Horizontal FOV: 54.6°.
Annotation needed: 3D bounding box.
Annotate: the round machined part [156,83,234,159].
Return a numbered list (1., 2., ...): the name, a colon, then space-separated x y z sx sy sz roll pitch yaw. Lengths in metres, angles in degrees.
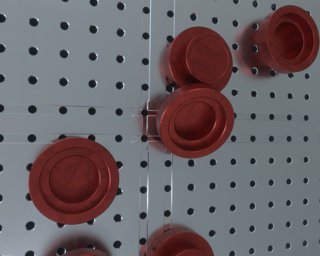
1. round machined part: 0.043 -0.012 0.406 0.099 0.042 0.097 -6 117 -11

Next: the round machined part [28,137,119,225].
1. round machined part: -0.101 0.059 0.366 0.099 0.042 0.097 0 90 -20

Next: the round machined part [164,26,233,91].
1. round machined part: 0.058 -0.091 0.425 0.099 0.042 0.097 0 90 -20

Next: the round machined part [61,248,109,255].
1. round machined part: -0.094 0.191 0.369 0.099 0.042 0.097 0 90 -20

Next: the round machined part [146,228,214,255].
1. round machined part: 0.031 0.189 0.415 0.099 0.042 0.097 0 90 -20

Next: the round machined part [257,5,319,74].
1. round machined part: 0.189 -0.131 0.473 0.099 0.042 0.097 0 90 -20
